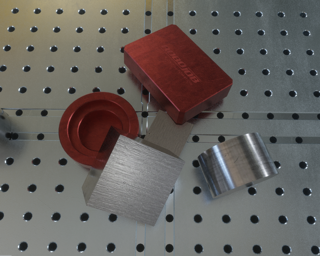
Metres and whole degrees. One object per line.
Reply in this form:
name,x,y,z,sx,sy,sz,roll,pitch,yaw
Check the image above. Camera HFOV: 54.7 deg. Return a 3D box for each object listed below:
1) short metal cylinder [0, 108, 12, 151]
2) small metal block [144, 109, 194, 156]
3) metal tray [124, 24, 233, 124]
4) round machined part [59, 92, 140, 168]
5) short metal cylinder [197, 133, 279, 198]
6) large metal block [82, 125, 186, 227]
short metal cylinder,-0.242,-0.003,0.398,0.081,0.050,0.080,0,70,0
small metal block,0.011,0.011,0.408,0.050,0.025,0.050,25,72,8
metal tray,0.022,-0.078,0.423,0.091,0.030,0.130,-31,68,-21
round machined part,-0.075,0.006,0.400,0.099,0.042,0.098,0,70,0
short metal cylinder,0.091,0.045,0.366,0.080,0.080,0.050,-18,71,-6
large metal block,-0.031,0.053,0.349,0.080,0.050,0.080,25,92,-22
